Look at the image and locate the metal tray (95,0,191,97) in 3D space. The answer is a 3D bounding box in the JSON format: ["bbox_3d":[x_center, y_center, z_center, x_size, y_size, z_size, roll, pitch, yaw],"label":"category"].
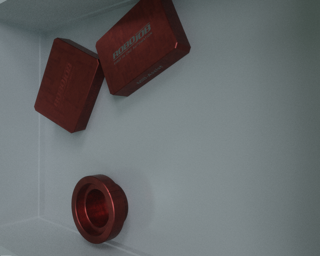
[{"bbox_3d":[-0.029,-0.111,0.425,0.130,0.030,0.090,-30,72,35],"label":"metal tray"}]

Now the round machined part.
[{"bbox_3d":[-0.086,0.118,0.464,0.098,0.042,0.097,0,90,39],"label":"round machined part"}]

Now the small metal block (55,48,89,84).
[{"bbox_3d":[-0.151,-0.107,0.528,0.050,0.025,0.050,22,104,37],"label":"small metal block"}]

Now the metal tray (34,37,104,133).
[{"bbox_3d":[-0.146,-0.068,0.503,0.090,0.030,0.129,30,110,16],"label":"metal tray"}]
